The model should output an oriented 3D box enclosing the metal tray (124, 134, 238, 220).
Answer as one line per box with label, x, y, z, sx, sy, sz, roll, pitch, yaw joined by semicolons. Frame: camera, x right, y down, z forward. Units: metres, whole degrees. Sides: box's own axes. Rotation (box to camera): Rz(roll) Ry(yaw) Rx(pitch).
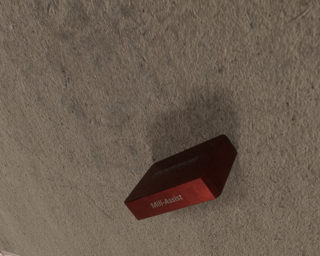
metal tray;0.025;0.062;0.388;0.130;0.090;0.030;-27;104;37
